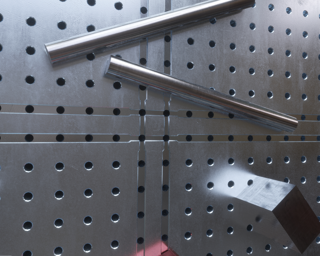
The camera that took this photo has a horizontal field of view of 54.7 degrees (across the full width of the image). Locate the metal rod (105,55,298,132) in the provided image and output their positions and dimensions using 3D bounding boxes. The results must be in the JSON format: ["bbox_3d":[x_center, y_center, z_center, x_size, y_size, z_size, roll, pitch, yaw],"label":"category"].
[{"bbox_3d":[0.072,-0.042,0.440,0.302,0.025,0.025,15,85,-20],"label":"metal rod"}]

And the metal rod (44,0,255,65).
[{"bbox_3d":[0.001,-0.140,0.413,0.302,0.025,0.025,-22,98,-19],"label":"metal rod"}]

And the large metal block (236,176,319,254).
[{"bbox_3d":[0.171,0.122,0.449,0.050,0.080,0.080,-40,103,-16],"label":"large metal block"}]

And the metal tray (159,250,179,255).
[{"bbox_3d":[-0.019,0.232,0.404,0.131,0.030,0.090,-22,98,-19],"label":"metal tray"}]
